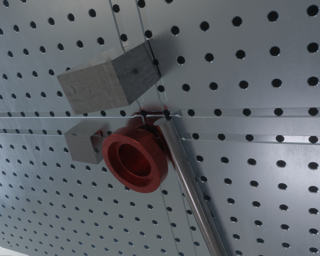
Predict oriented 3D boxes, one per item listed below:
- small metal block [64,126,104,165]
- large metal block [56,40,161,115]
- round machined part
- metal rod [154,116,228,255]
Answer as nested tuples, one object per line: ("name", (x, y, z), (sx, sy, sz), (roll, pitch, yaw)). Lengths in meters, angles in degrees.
("small metal block", (-0.118, 0.027, 0.490), (0.050, 0.025, 0.050), (6, 121, 25))
("large metal block", (-0.058, -0.060, 0.369), (0.080, 0.080, 0.050), (-7, 115, 31))
("round machined part", (-0.030, 0.040, 0.435), (0.098, 0.042, 0.097), (20, 130, 25))
("metal rod", (0.059, 0.120, 0.454), (0.025, 0.025, 0.299), (-10, 114, 32))
